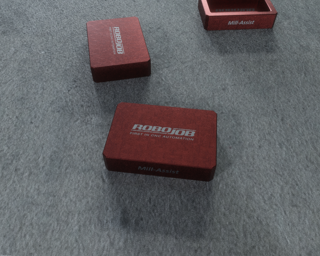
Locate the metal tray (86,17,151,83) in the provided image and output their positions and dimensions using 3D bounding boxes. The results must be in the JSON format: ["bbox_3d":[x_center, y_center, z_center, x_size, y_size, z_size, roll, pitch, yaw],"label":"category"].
[{"bbox_3d":[-0.071,-0.133,0.511,0.091,0.030,0.130,-9,51,-8],"label":"metal tray"}]

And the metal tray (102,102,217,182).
[{"bbox_3d":[0.004,0.015,0.388,0.131,0.030,0.090,6,50,4],"label":"metal tray"}]

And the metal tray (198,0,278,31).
[{"bbox_3d":[0.144,-0.226,0.591,0.131,0.030,0.090,-3,50,-3],"label":"metal tray"}]
